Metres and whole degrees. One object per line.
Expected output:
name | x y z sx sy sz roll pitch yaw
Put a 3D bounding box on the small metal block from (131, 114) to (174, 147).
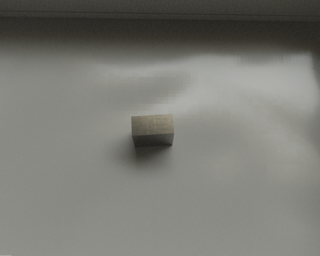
small metal block | -0.009 0.004 0.395 0.050 0.050 0.025 -4 70 -2
